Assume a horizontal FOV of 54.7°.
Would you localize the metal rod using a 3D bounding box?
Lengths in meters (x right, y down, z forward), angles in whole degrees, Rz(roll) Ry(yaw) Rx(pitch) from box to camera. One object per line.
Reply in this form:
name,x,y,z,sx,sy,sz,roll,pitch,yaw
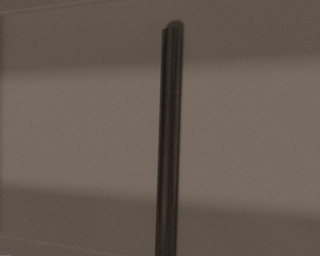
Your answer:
metal rod,0.010,0.022,0.406,0.025,0.025,0.298,2,91,19
